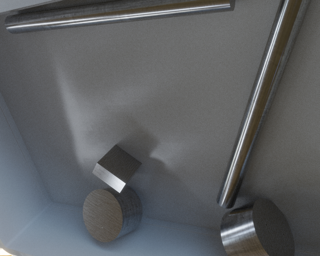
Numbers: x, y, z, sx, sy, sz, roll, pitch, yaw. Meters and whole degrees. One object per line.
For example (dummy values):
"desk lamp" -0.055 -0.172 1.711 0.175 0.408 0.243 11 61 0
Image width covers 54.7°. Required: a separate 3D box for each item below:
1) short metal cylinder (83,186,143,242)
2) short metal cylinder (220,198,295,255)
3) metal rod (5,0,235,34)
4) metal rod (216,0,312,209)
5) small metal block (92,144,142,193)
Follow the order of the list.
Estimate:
"short metal cylinder" -0.075 0.133 0.491 0.080 0.050 0.079 0 89 32
"short metal cylinder" 0.123 0.136 0.392 0.080 0.080 0.050 48 129 -6
"metal rod" -0.066 -0.133 0.359 0.301 0.025 0.025 4 120 26
"metal rod" 0.107 -0.021 0.338 0.025 0.025 0.298 20 126 16
"small metal block" -0.063 0.060 0.461 0.050 0.050 0.025 35 129 4
